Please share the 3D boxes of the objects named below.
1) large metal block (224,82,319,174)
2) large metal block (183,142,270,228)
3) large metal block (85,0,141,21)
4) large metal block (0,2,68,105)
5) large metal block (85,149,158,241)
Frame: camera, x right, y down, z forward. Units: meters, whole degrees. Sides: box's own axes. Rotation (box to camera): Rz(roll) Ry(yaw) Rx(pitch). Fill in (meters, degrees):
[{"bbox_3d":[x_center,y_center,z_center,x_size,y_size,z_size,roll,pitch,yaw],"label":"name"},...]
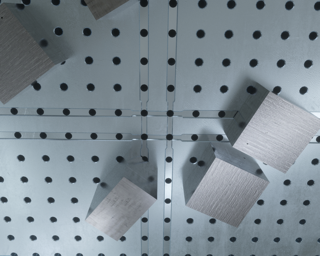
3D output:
[{"bbox_3d":[0.144,-0.001,0.401,0.080,0.050,0.080,27,108,-10],"label":"large metal block"},{"bbox_3d":[0.088,0.078,0.429,0.080,0.050,0.080,25,108,-9],"label":"large metal block"},{"bbox_3d":[-0.039,-0.157,0.326,0.080,0.080,0.050,-28,108,10],"label":"large metal block"},{"bbox_3d":[-0.173,-0.088,0.366,0.080,0.050,0.080,-34,107,11],"label":"large metal block"},{"bbox_3d":[-0.048,0.087,0.416,0.050,0.080,0.080,38,106,-13],"label":"large metal block"}]
